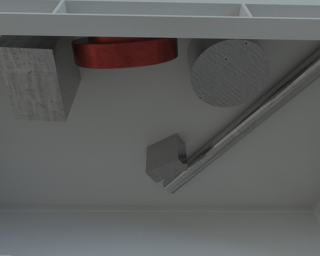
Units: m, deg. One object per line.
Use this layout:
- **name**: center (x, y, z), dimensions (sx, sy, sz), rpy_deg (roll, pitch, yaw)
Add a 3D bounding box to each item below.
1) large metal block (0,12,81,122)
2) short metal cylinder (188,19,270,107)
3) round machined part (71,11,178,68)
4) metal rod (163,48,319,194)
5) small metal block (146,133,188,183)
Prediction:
- **large metal block**: center (-0.119, -0.063, 0.317), dimensions (0.050, 0.080, 0.079), rpy_deg (2, 130, -2)
- **short metal cylinder**: center (0.071, -0.069, 0.335), dimensions (0.081, 0.050, 0.079), rpy_deg (0, 130, 0)
- **round machined part**: center (-0.033, -0.086, 0.292), dimensions (0.099, 0.098, 0.042), rpy_deg (-3, 111, 2)
- **metal rod**: center (0.106, 0.001, 0.411), dimensions (0.025, 0.025, 0.299), rpy_deg (30, 124, -23)
- **small metal block**: center (0.009, 0.041, 0.428), dimensions (0.050, 0.050, 0.025), rpy_deg (-26, 126, 20)
